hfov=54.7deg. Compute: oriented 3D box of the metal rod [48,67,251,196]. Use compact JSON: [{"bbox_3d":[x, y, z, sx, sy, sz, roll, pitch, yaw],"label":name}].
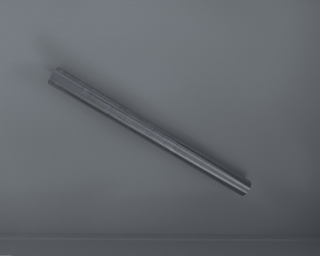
[{"bbox_3d":[-0.005,0.010,0.413,0.301,0.025,0.025,31,107,-11],"label":"metal rod"}]
